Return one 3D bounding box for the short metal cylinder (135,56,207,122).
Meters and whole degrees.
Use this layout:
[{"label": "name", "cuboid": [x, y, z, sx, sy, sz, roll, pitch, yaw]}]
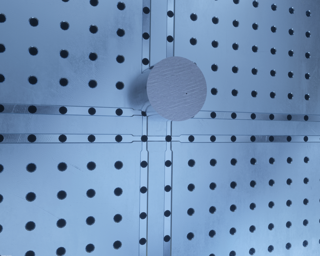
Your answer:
[{"label": "short metal cylinder", "cuboid": [0.013, -0.048, 0.404, 0.081, 0.050, 0.080, 0, 90, -20]}]
